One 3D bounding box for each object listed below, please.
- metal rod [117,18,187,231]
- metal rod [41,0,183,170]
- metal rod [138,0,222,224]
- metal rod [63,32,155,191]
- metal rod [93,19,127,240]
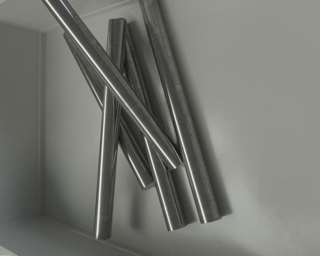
[{"bbox_3d":[-0.019,-0.014,0.420,0.025,0.025,0.299,-26,74,36],"label":"metal rod"},{"bbox_3d":[-0.067,-0.074,0.380,0.025,0.025,0.299,-35,94,34],"label":"metal rod"},{"bbox_3d":[0.021,-0.034,0.387,0.025,0.025,0.299,-24,75,37],"label":"metal rod"},{"bbox_3d":[-0.083,-0.041,0.472,0.025,0.025,0.299,-45,64,30],"label":"metal rod"},{"bbox_3d":[-0.069,0.005,0.427,0.025,0.025,0.298,8,95,39],"label":"metal rod"}]
